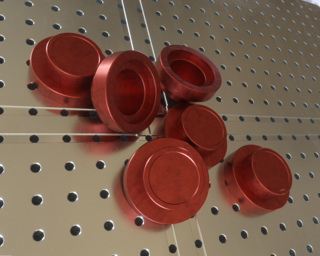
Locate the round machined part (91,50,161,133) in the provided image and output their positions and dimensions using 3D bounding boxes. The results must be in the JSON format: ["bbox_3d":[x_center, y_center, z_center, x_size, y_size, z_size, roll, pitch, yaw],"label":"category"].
[{"bbox_3d":[-0.045,-0.044,0.379,0.099,0.042,0.097,-8,100,-53],"label":"round machined part"}]

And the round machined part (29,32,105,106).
[{"bbox_3d":[-0.109,-0.079,0.387,0.099,0.042,0.098,14,56,-21],"label":"round machined part"}]

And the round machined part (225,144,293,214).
[{"bbox_3d":[0.143,0.066,0.433,0.099,0.042,0.098,13,56,-21],"label":"round machined part"}]

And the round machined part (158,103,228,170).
[{"bbox_3d":[0.051,0.007,0.420,0.099,0.042,0.098,13,56,-21],"label":"round machined part"}]

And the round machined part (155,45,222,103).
[{"bbox_3d":[0.037,-0.074,0.455,0.099,0.042,0.098,16,46,-17],"label":"round machined part"}]

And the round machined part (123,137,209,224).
[{"bbox_3d":[0.010,0.058,0.349,0.099,0.042,0.098,4,75,-14],"label":"round machined part"}]
